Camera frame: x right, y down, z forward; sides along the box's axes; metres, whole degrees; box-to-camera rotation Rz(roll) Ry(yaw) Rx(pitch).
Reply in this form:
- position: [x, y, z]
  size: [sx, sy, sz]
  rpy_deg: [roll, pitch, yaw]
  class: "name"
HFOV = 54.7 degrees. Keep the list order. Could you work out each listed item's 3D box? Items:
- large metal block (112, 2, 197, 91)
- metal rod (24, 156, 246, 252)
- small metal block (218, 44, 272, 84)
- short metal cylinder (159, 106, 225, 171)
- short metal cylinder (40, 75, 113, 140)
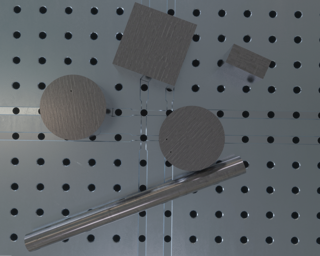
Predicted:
- position: [-0.006, -0.102, 0.401]
  size: [0.080, 0.050, 0.080]
  rpy_deg: [20, 90, 0]
  class: "large metal block"
- position: [-0.032, 0.101, 0.413]
  size: [0.301, 0.025, 0.025]
  rpy_deg: [-20, 90, 0]
  class: "metal rod"
- position: [0.108, -0.081, 0.402]
  size: [0.050, 0.050, 0.025]
  rpy_deg: [24, 90, 0]
  class: "small metal block"
- position: [0.039, 0.013, 0.401]
  size: [0.081, 0.050, 0.079]
  rpy_deg: [0, 90, 0]
  class: "short metal cylinder"
- position: [-0.105, -0.025, 0.400]
  size: [0.081, 0.050, 0.079]
  rpy_deg: [0, 90, 0]
  class: "short metal cylinder"
